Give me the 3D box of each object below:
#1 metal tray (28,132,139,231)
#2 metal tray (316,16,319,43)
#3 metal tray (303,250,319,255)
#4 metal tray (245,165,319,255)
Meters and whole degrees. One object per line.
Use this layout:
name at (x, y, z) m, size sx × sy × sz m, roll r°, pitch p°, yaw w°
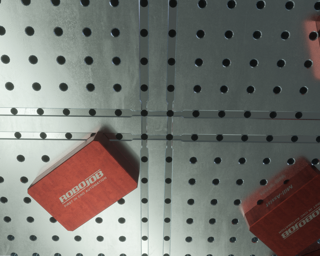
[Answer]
metal tray at (-0.106, 0.078, 0.439) m, size 0.130 × 0.030 × 0.090 m, roll -36°, pitch 107°, yaw 12°
metal tray at (0.266, -0.111, 0.372) m, size 0.130 × 0.030 × 0.090 m, roll -18°, pitch 109°, yaw 6°
metal tray at (0.255, 0.270, 0.511) m, size 0.090 × 0.030 × 0.130 m, roll -26°, pitch 108°, yaw 9°
metal tray at (0.205, 0.128, 0.459) m, size 0.090 × 0.030 × 0.130 m, roll 43°, pitch 104°, yaw -14°
